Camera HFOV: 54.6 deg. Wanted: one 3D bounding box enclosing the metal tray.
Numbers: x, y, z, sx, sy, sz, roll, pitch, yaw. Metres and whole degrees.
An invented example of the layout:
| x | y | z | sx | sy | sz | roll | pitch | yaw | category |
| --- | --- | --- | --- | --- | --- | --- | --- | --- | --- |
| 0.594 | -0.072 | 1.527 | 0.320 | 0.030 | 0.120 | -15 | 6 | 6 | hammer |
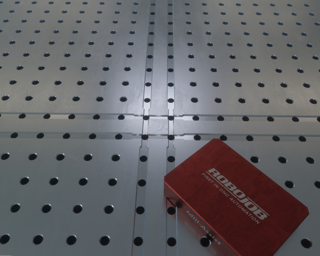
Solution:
| x | y | z | sx | sy | sz | roll | pitch | yaw | category |
| --- | --- | --- | --- | --- | --- | --- | --- | --- | --- |
| 0.078 | 0.079 | 0.339 | 0.090 | 0.030 | 0.130 | -34 | 58 | -25 | metal tray |
